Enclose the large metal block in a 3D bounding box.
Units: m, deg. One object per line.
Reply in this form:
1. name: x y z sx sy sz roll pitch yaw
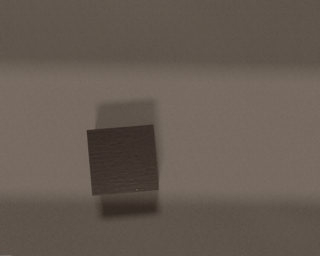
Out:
1. large metal block: -0.045 0.039 0.398 0.081 0.050 0.079 -5 90 -1
